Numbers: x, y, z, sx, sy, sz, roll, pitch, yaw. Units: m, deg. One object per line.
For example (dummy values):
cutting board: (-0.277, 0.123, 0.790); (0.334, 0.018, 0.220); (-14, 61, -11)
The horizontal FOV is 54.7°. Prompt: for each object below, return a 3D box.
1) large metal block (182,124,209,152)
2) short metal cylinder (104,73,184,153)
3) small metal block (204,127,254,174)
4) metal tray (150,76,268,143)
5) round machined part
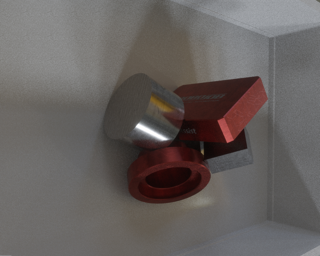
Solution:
large metal block: (0.065, 0.012, 0.435); (0.081, 0.050, 0.079); (-18, 107, -39)
short metal cylinder: (-0.019, -0.015, 0.354); (0.050, 0.080, 0.080); (29, 72, -37)
small metal block: (0.080, 0.022, 0.369); (0.025, 0.050, 0.050); (58, 25, -33)
metal tray: (0.052, -0.023, 0.381); (0.090, 0.130, 0.030); (-43, 117, -32)
round machined part: (0.009, 0.051, 0.379); (0.098, 0.098, 0.042); (26, 38, -38)
